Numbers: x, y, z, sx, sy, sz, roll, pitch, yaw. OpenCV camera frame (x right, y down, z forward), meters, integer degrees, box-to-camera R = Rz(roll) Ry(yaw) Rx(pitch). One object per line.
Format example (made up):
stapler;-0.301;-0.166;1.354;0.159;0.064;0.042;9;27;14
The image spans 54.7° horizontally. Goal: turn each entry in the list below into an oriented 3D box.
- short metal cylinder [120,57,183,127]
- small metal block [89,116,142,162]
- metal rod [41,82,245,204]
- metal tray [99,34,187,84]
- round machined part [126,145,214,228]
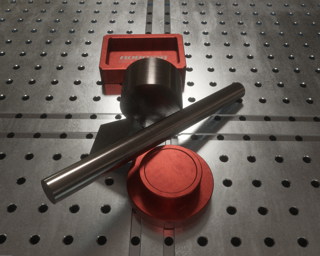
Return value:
short metal cylinder;-0.011;-0.046;0.410;0.081;0.080;0.050;0;50;0
small metal block;-0.053;0.017;0.379;0.050;0.025;0.050;-13;44;27
metal rod;0.007;0.001;0.367;0.302;0.025;0.025;-28;55;-36
metal tray;-0.027;-0.113;0.498;0.131;0.030;0.090;-1;50;-2
round machined part;0.011;0.058;0.348;0.099;0.042;0.098;0;50;0
